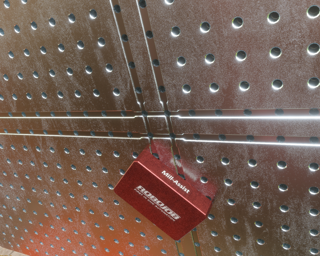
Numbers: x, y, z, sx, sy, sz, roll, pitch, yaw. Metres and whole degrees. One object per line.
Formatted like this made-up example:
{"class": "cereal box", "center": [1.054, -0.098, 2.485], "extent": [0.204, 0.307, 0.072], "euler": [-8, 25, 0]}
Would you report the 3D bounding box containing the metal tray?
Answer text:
{"class": "metal tray", "center": [0.002, 0.105, 0.472], "extent": [0.130, 0.030, 0.090], "euler": [38, 129, 2]}
